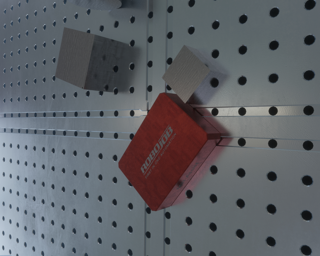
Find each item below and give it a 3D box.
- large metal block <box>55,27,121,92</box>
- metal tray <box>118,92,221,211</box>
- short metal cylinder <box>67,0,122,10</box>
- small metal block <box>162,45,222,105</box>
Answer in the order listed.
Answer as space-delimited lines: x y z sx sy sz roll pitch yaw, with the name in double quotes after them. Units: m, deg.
-0.115 -0.107 0.488 0.080 0.050 0.079 24 105 37 "large metal block"
0.006 0.031 0.401 0.090 0.030 0.129 47 118 30 "metal tray"
-0.095 -0.210 0.452 0.080 0.081 0.050 6 94 40 "short metal cylinder"
0.038 -0.064 0.378 0.050 0.025 0.050 51 120 27 "small metal block"
